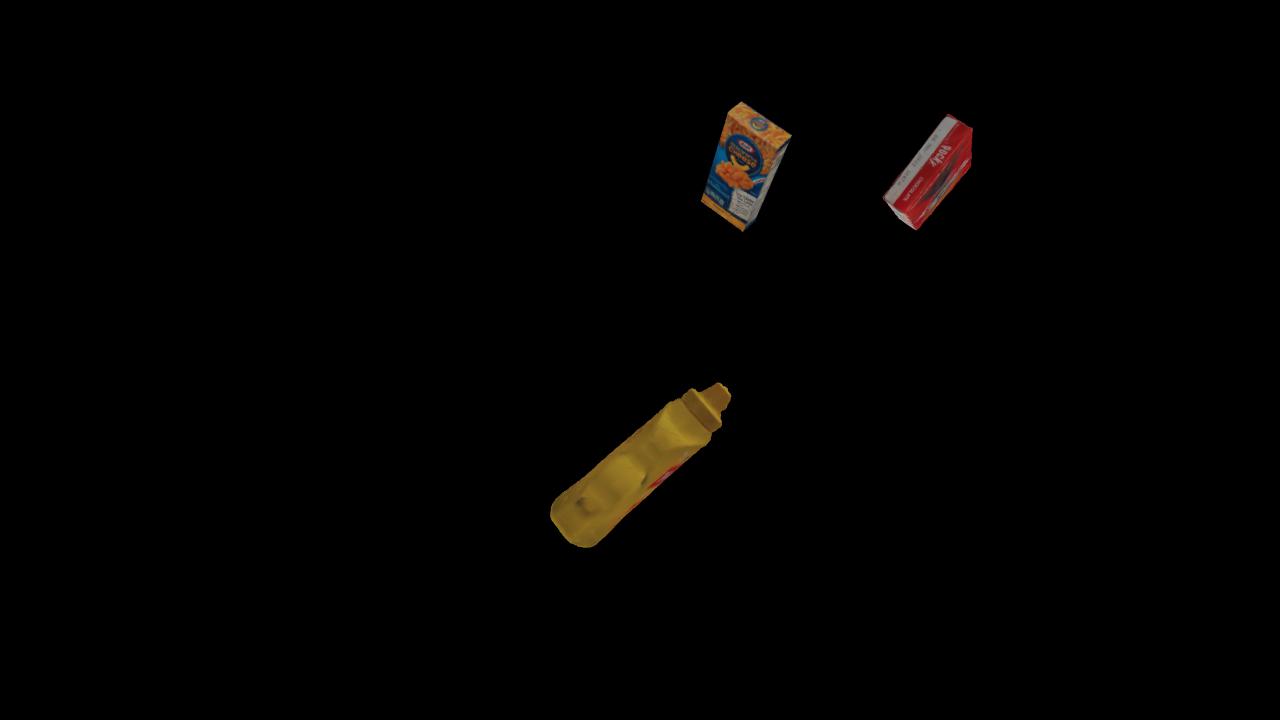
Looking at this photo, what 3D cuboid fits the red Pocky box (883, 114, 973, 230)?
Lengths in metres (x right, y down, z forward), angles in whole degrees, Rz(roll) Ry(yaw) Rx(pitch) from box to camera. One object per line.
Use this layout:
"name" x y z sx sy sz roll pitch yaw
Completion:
"red Pocky box" 0.272 -0.169 0.575 0.028 0.083 0.155 41 22 18

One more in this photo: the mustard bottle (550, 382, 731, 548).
"mustard bottle" 0.008 0.086 0.542 0.184 0.054 0.092 -42 -19 3

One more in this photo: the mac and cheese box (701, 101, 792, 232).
"mac and cheese box" 0.155 -0.285 0.928 0.041 0.093 0.184 -43 -15 -23
